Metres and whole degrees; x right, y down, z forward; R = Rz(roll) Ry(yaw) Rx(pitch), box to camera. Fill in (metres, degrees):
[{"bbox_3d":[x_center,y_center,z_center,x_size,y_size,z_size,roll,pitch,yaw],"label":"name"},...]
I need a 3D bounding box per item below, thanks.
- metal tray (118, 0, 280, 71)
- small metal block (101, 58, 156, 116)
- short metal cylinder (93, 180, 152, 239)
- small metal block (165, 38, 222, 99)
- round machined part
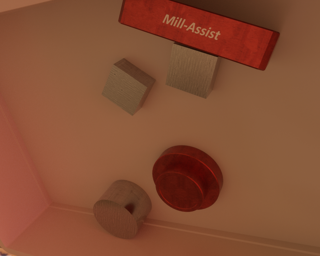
[{"bbox_3d":[0.040,-0.091,0.285,0.130,0.090,0.030,22,111,14],"label":"metal tray"},{"bbox_3d":[-0.041,-0.052,0.396,0.050,0.025,0.050,35,129,4],"label":"small metal block"},{"bbox_3d":[-0.060,0.132,0.504,0.080,0.050,0.079,13,124,20],"label":"short metal cylinder"},{"bbox_3d":[0.038,-0.067,0.346,0.050,0.025,0.050,21,126,15],"label":"small metal block"},{"bbox_3d":[0.033,0.076,0.426,0.098,0.042,0.097,13,124,20],"label":"round machined part"}]
